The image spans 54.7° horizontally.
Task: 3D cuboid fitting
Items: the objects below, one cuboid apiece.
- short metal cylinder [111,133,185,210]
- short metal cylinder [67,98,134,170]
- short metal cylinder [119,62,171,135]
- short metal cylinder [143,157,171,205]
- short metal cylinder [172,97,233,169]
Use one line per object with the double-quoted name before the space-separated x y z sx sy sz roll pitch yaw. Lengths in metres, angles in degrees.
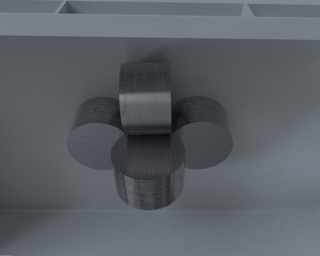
"short metal cylinder" -0.012 0.045 0.350 0.080 0.080 0.050 -1 130 0
"short metal cylinder" -0.073 0.008 0.397 0.081 0.050 0.079 0 130 0
"short metal cylinder" -0.014 -0.032 0.342 0.050 0.080 0.079 -2 130 1
"short metal cylinder" -0.012 0.066 0.426 0.050 0.080 0.079 -2 130 1
"short metal cylinder" 0.049 0.007 0.396 0.081 0.050 0.079 0 130 0
